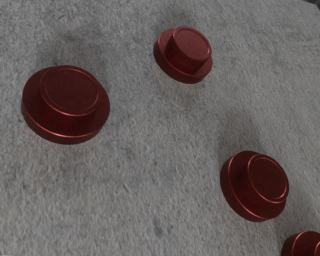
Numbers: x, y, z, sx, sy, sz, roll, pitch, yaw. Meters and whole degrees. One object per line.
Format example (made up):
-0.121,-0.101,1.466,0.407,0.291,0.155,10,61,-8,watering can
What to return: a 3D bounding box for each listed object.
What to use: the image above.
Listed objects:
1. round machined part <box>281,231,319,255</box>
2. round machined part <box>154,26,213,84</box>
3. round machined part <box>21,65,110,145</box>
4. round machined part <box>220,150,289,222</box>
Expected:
0.209,0.182,0.397,0.099,0.042,0.098,14,56,-21,round machined part
0.043,-0.122,0.492,0.099,0.042,0.098,14,56,-21,round machined part
-0.105,-0.033,0.358,0.099,0.042,0.098,14,56,-21,round machined part
0.135,0.074,0.423,0.099,0.042,0.098,14,56,-21,round machined part
